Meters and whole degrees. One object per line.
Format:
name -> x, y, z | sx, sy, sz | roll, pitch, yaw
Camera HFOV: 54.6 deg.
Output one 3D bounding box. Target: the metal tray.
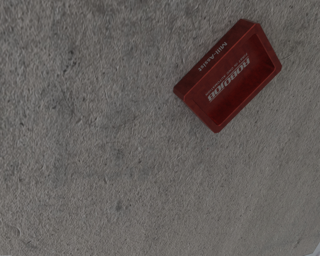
metal tray -> 0.092, -0.066, 0.412 | 0.130, 0.030, 0.090 | -46, 129, 4
